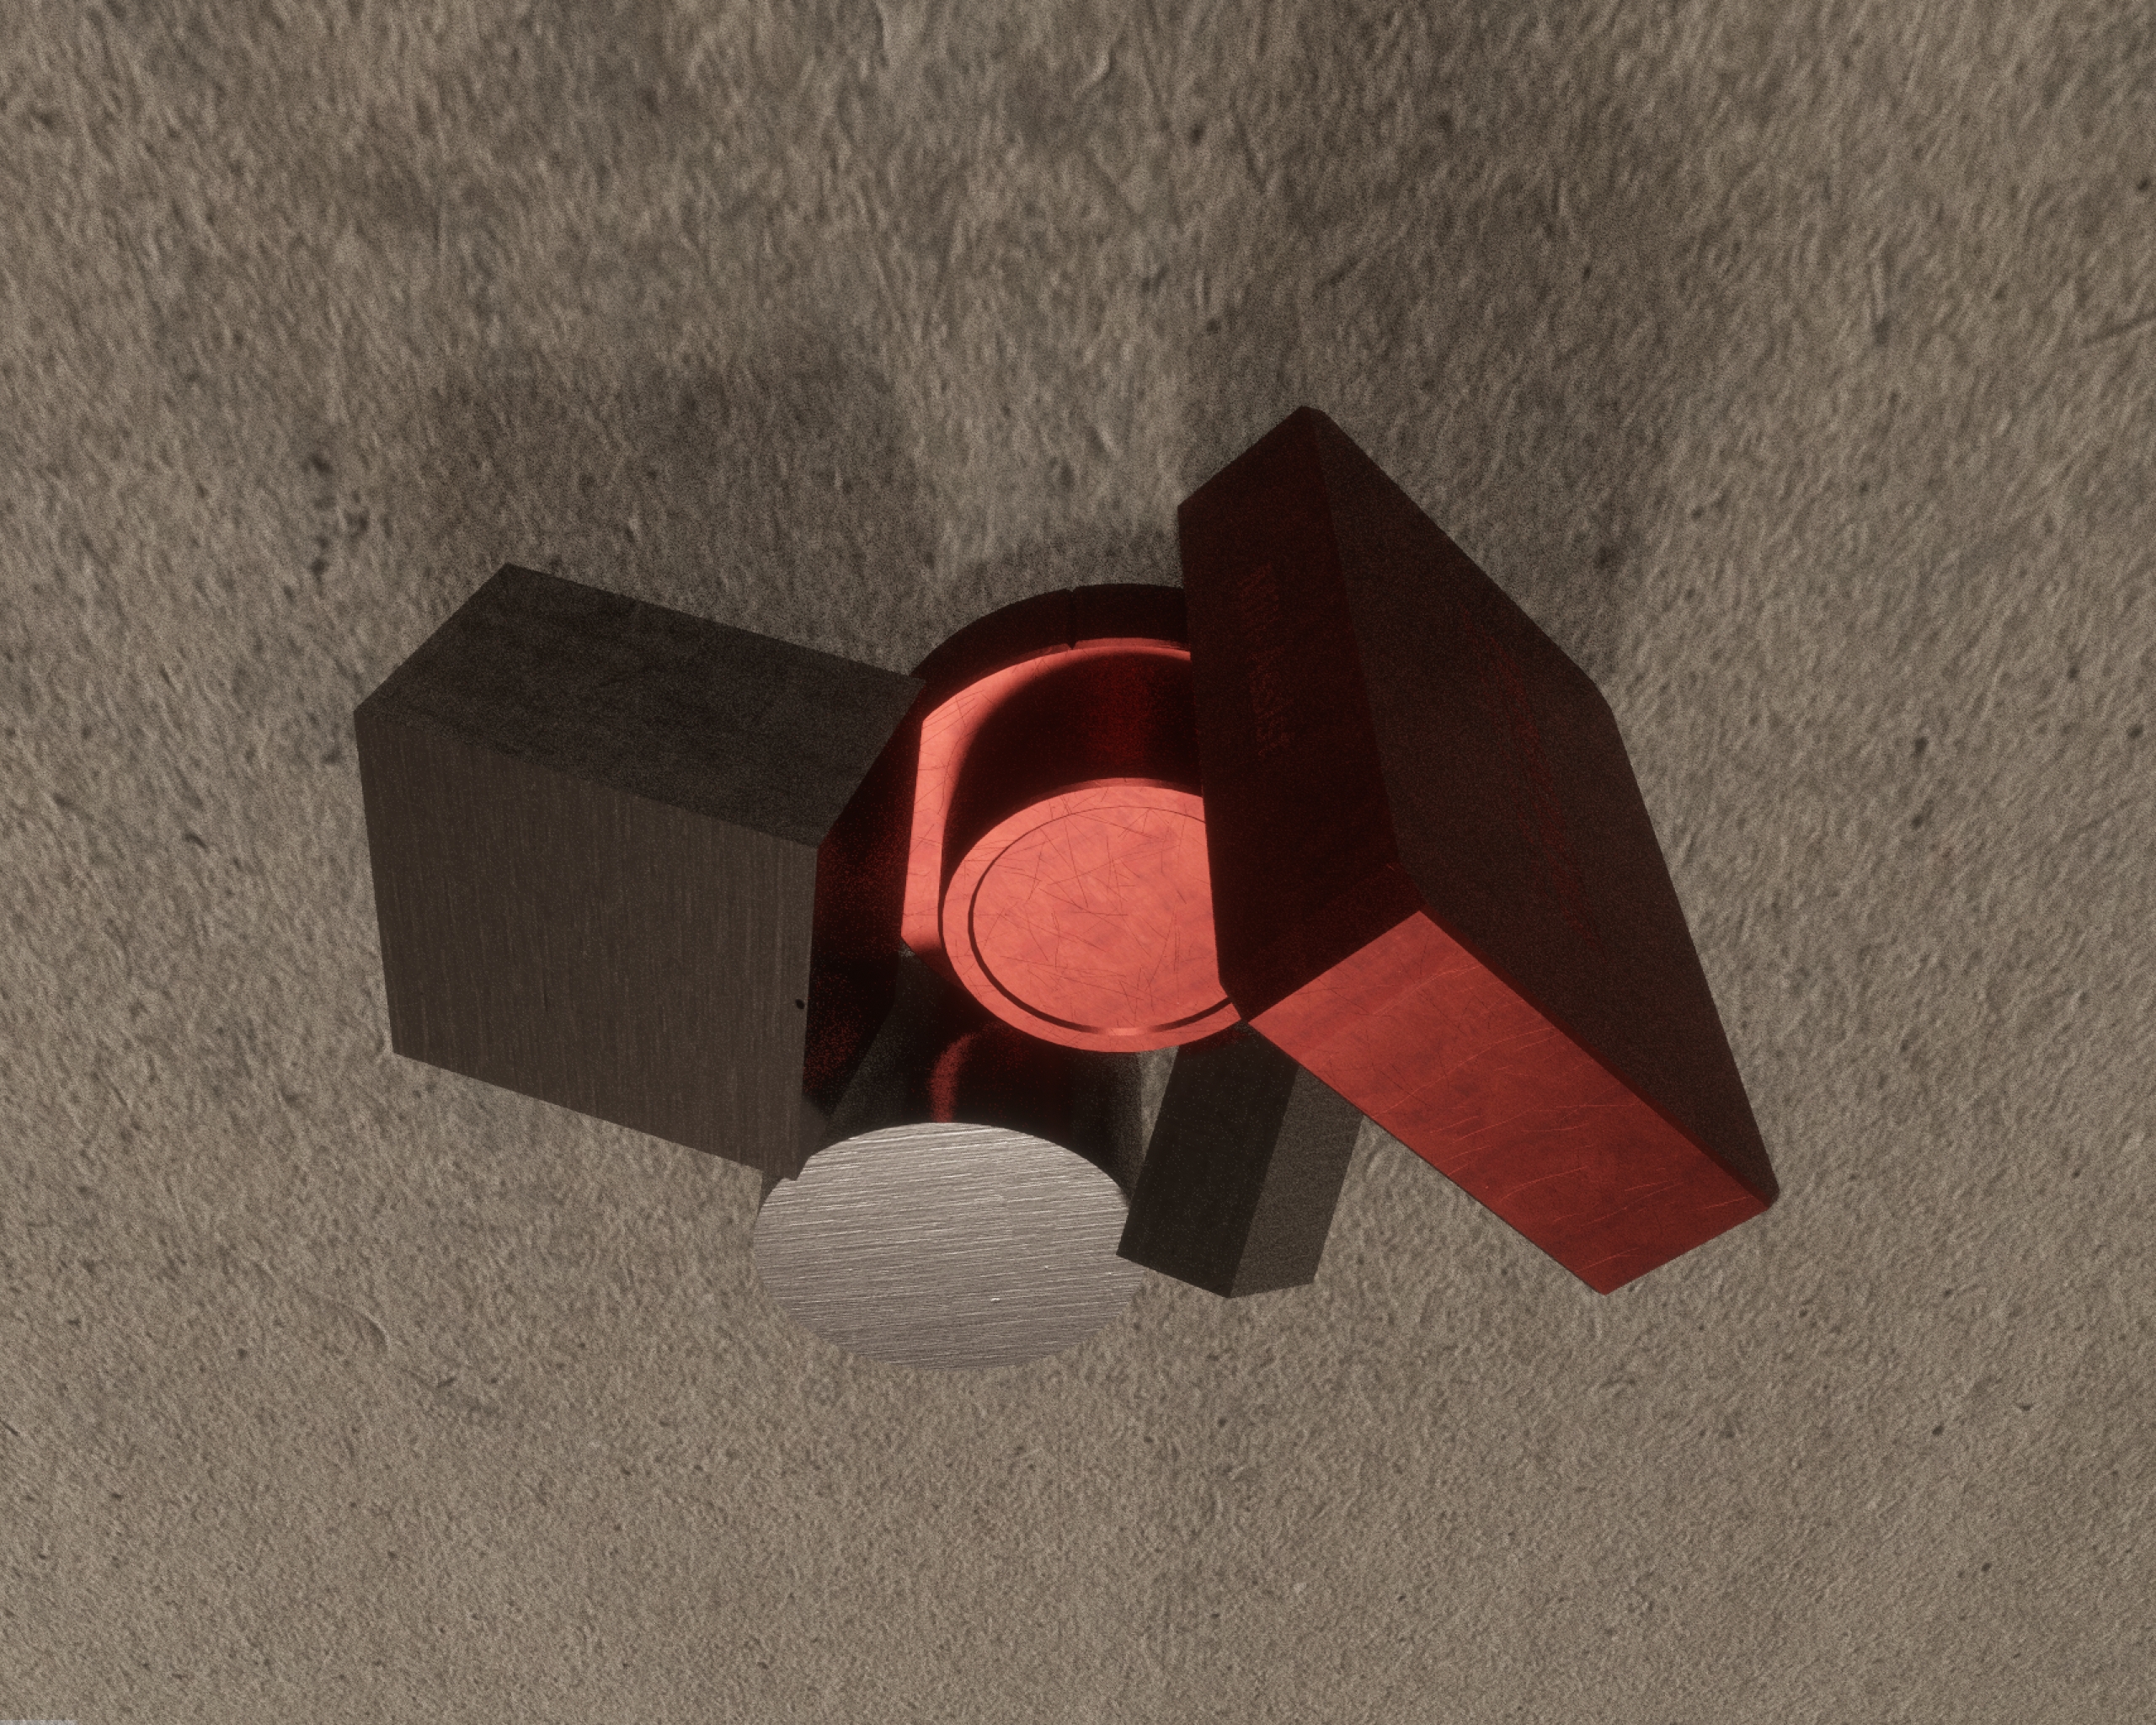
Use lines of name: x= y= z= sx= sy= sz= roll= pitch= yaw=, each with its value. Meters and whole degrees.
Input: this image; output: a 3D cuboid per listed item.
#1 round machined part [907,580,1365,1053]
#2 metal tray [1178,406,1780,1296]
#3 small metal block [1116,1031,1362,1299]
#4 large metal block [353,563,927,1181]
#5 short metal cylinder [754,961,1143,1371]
round machined part: x=0.008 y=-0.002 z=0.397 sx=0.099 sy=0.042 sz=0.097 roll=-1 pitch=130 yaw=0
metal tray: x=0.060 y=-0.007 z=0.333 sx=0.030 sy=0.130 sz=0.090 roll=-37 pitch=121 yaw=26
small metal block: x=0.036 y=0.060 z=0.430 sx=0.025 sy=0.050 sz=0.050 roll=17 pitch=180 yaw=26
large metal block: x=-0.077 y=0.002 z=0.376 sx=0.080 sy=0.050 sz=0.079 roll=16 pitch=130 yaw=8
short metal cylinder: x=-0.026 y=0.064 z=0.447 sx=0.081 sy=0.050 sz=0.079 roll=0 pitch=130 yaw=0
